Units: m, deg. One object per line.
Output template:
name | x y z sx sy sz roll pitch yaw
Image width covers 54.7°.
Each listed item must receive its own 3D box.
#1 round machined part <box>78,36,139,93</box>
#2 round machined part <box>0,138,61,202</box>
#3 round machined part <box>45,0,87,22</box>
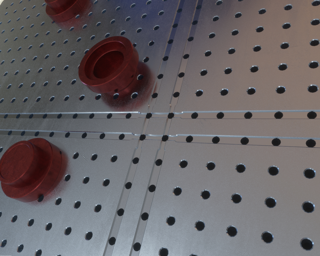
round machined part | -0.077 -0.095 0.494 0.098 0.042 0.098 -13 56 20
round machined part | -0.202 0.058 0.466 0.098 0.042 0.098 -13 56 20
round machined part | -0.212 -0.283 0.679 0.098 0.042 0.098 -13 56 20
